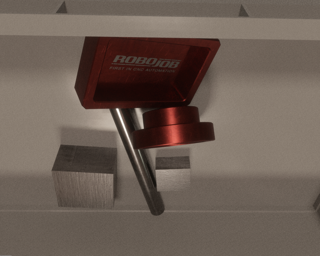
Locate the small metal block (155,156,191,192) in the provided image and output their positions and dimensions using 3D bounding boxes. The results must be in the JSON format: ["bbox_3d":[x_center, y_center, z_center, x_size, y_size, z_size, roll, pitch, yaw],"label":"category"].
[{"bbox_3d":[0.020,0.070,0.469,0.050,0.025,0.050,-2,130,1],"label":"small metal block"}]

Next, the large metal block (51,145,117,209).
[{"bbox_3d":[-0.106,0.073,0.453,0.081,0.050,0.079,4,130,-4],"label":"large metal block"}]

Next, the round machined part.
[{"bbox_3d":[0.015,0.000,0.376,0.099,0.098,0.042,-7,85,0],"label":"round machined part"}]

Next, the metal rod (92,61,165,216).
[{"bbox_3d":[-0.036,0.027,0.431,0.025,0.025,0.298,-10,130,7],"label":"metal rod"}]

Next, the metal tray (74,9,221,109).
[{"bbox_3d":[-0.012,-0.063,0.316,0.131,0.030,0.089,-4,136,-32],"label":"metal tray"}]
